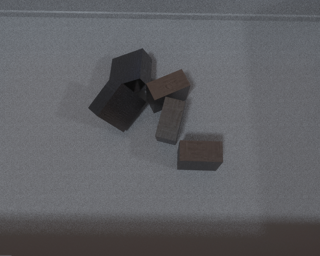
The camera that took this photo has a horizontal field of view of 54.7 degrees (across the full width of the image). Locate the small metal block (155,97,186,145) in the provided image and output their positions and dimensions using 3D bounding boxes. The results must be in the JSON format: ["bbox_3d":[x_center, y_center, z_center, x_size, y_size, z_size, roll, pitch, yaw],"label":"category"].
[{"bbox_3d":[0.014,-0.007,0.395,0.025,0.050,0.050,14,82,4],"label":"small metal block"}]

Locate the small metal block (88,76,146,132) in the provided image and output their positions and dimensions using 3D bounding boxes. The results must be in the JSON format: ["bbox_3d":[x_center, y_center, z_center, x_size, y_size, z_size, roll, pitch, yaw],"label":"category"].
[{"bbox_3d":[-0.054,-0.030,0.398,0.050,0.050,0.025,-54,47,0],"label":"small metal block"}]

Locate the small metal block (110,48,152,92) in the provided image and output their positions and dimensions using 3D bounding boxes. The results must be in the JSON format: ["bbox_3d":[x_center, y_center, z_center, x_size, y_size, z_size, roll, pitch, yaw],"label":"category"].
[{"bbox_3d":[-0.040,-0.075,0.422,0.050,0.025,0.050,-12,59,26],"label":"small metal block"}]

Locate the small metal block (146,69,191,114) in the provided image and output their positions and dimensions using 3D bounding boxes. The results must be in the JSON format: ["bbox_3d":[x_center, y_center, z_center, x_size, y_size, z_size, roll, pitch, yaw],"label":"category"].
[{"bbox_3d":[0.010,-0.048,0.413,0.050,0.050,0.025,-24,76,-9],"label":"small metal block"}]

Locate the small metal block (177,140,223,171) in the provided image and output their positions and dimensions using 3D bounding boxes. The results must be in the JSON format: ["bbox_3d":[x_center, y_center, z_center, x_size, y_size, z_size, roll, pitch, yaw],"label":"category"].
[{"bbox_3d":[0.048,0.035,0.384,0.050,0.050,0.025,2,70,0],"label":"small metal block"}]
